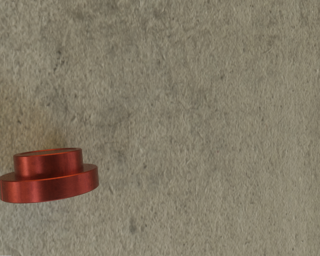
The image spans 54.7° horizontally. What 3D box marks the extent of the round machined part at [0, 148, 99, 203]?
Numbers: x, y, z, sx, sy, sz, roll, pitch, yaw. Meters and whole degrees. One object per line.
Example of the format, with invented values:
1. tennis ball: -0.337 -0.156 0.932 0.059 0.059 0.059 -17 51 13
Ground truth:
1. round machined part: -0.116 0.045 0.328 0.099 0.098 0.042 -5 92 -20
